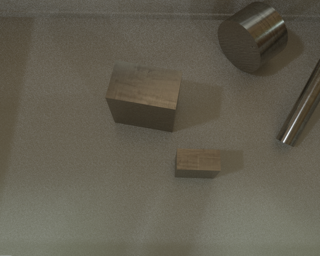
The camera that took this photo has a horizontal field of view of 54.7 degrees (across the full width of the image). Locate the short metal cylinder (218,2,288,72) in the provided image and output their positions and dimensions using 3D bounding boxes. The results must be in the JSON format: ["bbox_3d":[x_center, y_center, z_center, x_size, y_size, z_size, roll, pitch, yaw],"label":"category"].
[{"bbox_3d":[0.126,-0.124,0.427,0.050,0.080,0.080,-36,74,-12],"label":"short metal cylinder"}]

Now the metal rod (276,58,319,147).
[{"bbox_3d":[0.227,-0.114,0.382,0.025,0.025,0.298,27,100,9],"label":"metal rod"}]

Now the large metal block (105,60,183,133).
[{"bbox_3d":[-0.018,-0.037,0.394,0.080,0.080,0.050,10,71,3],"label":"large metal block"}]

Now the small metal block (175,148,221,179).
[{"bbox_3d":[0.045,0.045,0.381,0.050,0.050,0.025,2,70,0],"label":"small metal block"}]
